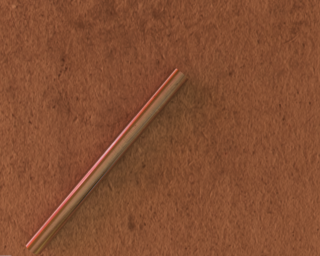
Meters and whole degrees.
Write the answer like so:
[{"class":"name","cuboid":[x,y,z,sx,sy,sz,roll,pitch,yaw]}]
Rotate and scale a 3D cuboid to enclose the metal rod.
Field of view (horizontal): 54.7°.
[{"class":"metal rod","cuboid":[-0.069,0.043,0.409,0.025,0.025,0.300,40,90,-1]}]
